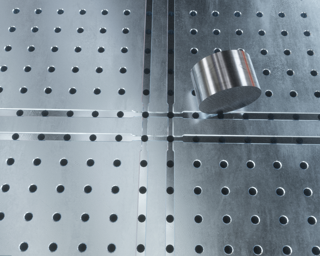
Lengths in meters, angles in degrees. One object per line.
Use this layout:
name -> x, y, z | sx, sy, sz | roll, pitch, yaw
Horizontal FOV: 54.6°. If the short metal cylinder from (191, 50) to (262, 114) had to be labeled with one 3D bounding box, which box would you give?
short metal cylinder -> 0.085, -0.057, 0.404 | 0.080, 0.080, 0.050 | -10, 71, -4
